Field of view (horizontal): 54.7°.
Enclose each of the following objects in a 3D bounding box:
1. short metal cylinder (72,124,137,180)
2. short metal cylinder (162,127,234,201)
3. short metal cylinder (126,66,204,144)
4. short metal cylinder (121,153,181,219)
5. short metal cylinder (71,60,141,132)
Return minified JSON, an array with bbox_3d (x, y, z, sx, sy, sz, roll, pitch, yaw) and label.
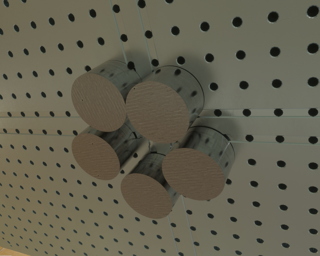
[{"bbox_3d":[-0.081,0.030,0.456,0.080,0.050,0.079,13,124,20],"label":"short metal cylinder"},{"bbox_3d":[0.049,0.045,0.396,0.080,0.050,0.079,13,125,20],"label":"short metal cylinder"},{"bbox_3d":[0.006,-0.028,0.373,0.080,0.050,0.079,13,124,21],"label":"short metal cylinder"},{"bbox_3d":[-0.009,0.084,0.451,0.080,0.050,0.079,14,124,21],"label":"short metal cylinder"},{"bbox_3d":[-0.067,-0.042,0.404,0.080,0.050,0.079,13,124,20],"label":"short metal cylinder"}]
